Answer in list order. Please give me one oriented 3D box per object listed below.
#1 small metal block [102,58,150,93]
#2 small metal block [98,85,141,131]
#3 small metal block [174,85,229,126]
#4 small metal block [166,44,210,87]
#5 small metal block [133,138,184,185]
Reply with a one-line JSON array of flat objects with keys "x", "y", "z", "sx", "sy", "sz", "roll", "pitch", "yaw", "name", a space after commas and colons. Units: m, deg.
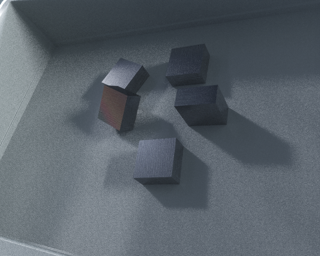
[{"x": -0.053, "y": -0.076, "z": 0.479, "sx": 0.050, "sy": 0.025, "sz": 0.050, "roll": 26, "pitch": 76, "yaw": 36, "name": "small metal block"}, {"x": -0.058, "y": -0.029, "z": 0.437, "sx": 0.050, "sy": 0.025, "sz": 0.050, "roll": 27, "pitch": 110, "yaw": 37, "name": "small metal block"}, {"x": 0.052, "y": -0.026, "z": 0.378, "sx": 0.050, "sy": 0.050, "sz": 0.025, "roll": -3, "pitch": 61, "yaw": 26, "name": "small metal block"}, {"x": 0.040, "y": -0.088, "z": 0.438, "sx": 0.050, "sy": 0.025, "sz": 0.050, "roll": -2, "pitch": 61, "yaw": 27, "name": "small metal block"}, {"x": -0.001, "y": 0.041, "z": 0.380, "sx": 0.050, "sy": 0.025, "sz": 0.050, "roll": -6, "pitch": 59, "yaw": 25, "name": "small metal block"}]
